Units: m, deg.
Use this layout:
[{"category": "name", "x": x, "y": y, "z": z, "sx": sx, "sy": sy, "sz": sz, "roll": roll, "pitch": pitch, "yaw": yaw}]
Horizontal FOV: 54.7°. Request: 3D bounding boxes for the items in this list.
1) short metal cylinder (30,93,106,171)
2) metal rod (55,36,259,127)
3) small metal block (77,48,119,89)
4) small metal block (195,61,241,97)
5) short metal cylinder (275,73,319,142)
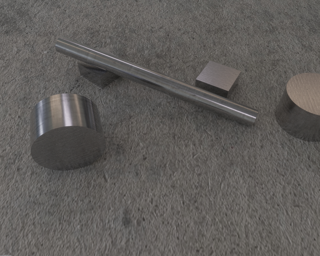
[{"category": "short metal cylinder", "x": -0.108, "y": 0.006, "z": 0.362, "sx": 0.081, "sy": 0.080, "sz": 0.050, "roll": -12, "pitch": 51, "yaw": -10}, {"category": "metal rod", "x": -0.011, "y": -0.069, "z": 0.438, "sx": 0.301, "sy": 0.025, "sz": 0.025, "roll": 22, "pitch": 53, "yaw": 9}, {"category": "small metal block", "x": -0.090, "y": -0.094, "z": 0.481, "sx": 0.050, "sy": 0.025, "sz": 0.050, "roll": 33, "pitch": 57, "yaw": 24}, {"category": "small metal block", "x": 0.086, "y": -0.069, "z": 0.462, "sx": 0.050, "sy": 0.025, "sz": 0.050, "roll": 24, "pitch": 54, "yaw": 18}, {"category": "short metal cylinder", "x": 0.202, "y": -0.028, "z": 0.413, "sx": 0.081, "sy": 0.050, "sz": 0.080, "roll": 0, "pitch": 50, "yaw": 0}]
